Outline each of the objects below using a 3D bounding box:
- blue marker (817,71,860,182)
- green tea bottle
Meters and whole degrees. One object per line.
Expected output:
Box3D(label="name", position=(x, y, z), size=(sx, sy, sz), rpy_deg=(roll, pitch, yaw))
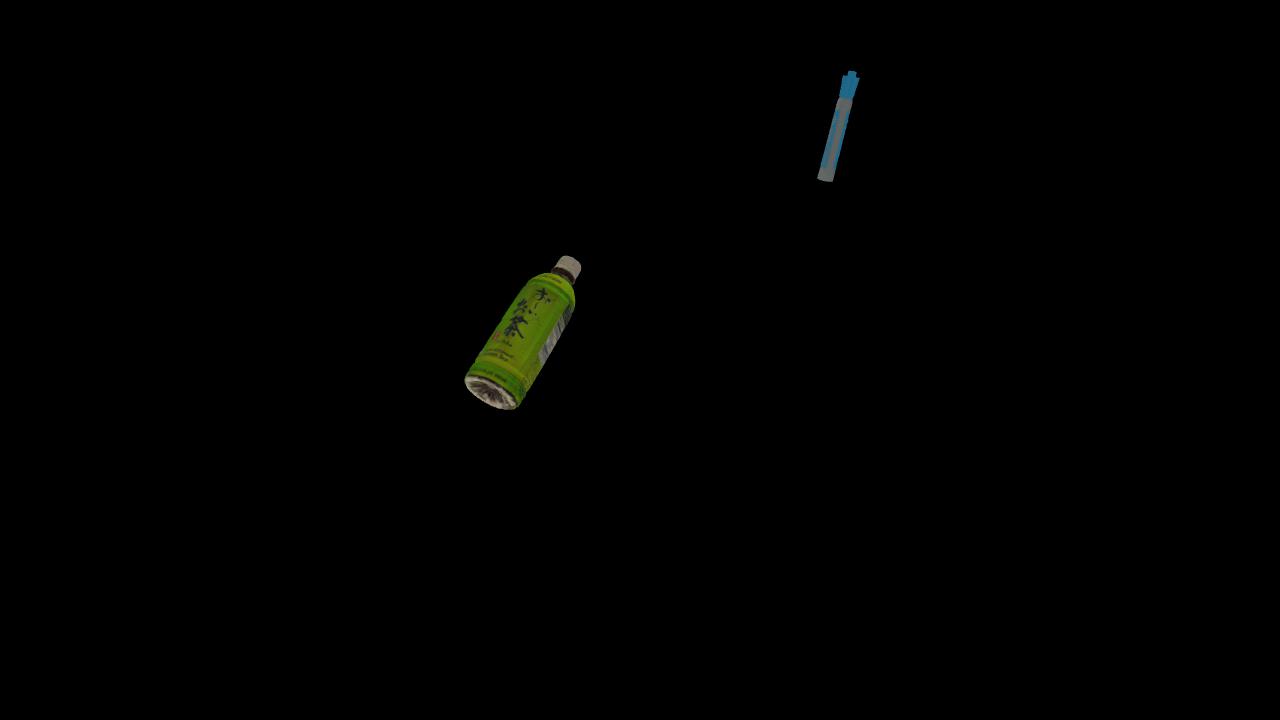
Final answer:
Box3D(label="blue marker", position=(0.232, -0.271, 0.718), size=(0.020, 0.121, 0.020), rpy_deg=(7, 26, -3))
Box3D(label="green tea bottle", position=(-0.128, -0.042, 0.740), size=(0.073, 0.212, 0.073), rpy_deg=(19, -33, 13))
